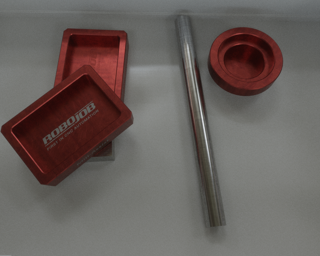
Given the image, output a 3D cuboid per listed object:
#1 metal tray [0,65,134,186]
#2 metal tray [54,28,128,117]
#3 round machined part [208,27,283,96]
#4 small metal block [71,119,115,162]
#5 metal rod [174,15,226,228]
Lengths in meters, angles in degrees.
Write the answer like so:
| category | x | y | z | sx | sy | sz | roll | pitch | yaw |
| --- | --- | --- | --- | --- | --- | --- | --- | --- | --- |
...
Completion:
| category | x | y | z | sx | sy | sz | roll | pitch | yaw |
| --- | --- | --- | --- | --- | --- | --- | --- | --- | --- |
| metal tray | -0.109 | -0.004 | 0.376 | 0.130 | 0.030 | 0.090 | -40 | 79 | -10 |
| metal tray | -0.094 | -0.075 | 0.433 | 0.091 | 0.030 | 0.130 | 2 | 70 | 0 |
| round machined part | 0.116 | -0.088 | 0.434 | 0.099 | 0.042 | 0.098 | 0 | 70 | -1 |
| small metal block | -0.086 | 0.017 | 0.402 | 0.050 | 0.025 | 0.050 | -3 | 70 | -2 |
| metal rod | 0.050 | -0.023 | 0.418 | 0.025 | 0.025 | 0.299 | -6 | 70 | -2 |
